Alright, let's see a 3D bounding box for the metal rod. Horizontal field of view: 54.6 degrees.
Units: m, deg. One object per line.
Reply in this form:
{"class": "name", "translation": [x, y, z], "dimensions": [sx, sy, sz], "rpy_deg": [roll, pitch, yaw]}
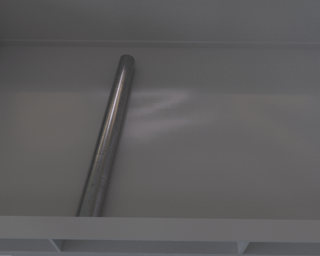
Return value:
{"class": "metal rod", "translation": [-0.066, 0.007, 0.398], "dimensions": [0.025, 0.025, 0.300], "rpy_deg": [4, 50, 3]}
